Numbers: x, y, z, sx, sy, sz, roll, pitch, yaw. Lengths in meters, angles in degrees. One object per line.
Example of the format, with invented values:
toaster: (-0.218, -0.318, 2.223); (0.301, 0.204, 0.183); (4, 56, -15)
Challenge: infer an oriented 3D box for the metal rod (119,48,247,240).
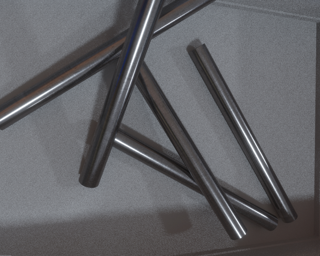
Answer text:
metal rod: (0.026, 0.013, 0.401); (0.025, 0.025, 0.299); (-33, 94, -17)

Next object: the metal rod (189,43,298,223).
metal rod: (0.127, 0.015, 0.457); (0.025, 0.025, 0.299); (-35, 101, -17)

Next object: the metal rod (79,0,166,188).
metal rod: (-0.034, -0.064, 0.332); (0.025, 0.025, 0.298); (15, 110, -20)

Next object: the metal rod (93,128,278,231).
metal rod: (0.047, 0.072, 0.427); (0.301, 0.025, 0.025); (31, 80, -18)

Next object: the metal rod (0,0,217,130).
metal rod: (-0.058, -0.090, 0.364); (0.301, 0.025, 0.025); (-33, 101, -8)
